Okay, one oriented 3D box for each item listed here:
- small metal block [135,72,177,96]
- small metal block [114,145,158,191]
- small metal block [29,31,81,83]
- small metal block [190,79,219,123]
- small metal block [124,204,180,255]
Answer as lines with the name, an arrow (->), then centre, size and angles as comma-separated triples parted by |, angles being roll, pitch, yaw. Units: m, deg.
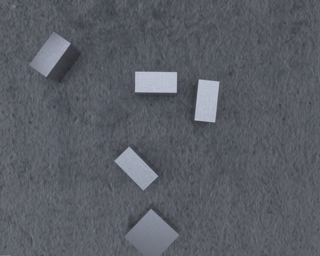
small metal block -> -0.005, -0.055, 0.397 | 0.050, 0.050, 0.025 | 1, 90, -1
small metal block -> -0.029, 0.049, 0.397 | 0.025, 0.050, 0.050 | -44, 91, 0
small metal block -> -0.132, -0.088, 0.396 | 0.025, 0.050, 0.050 | 36, 90, -1
small metal block -> 0.057, -0.033, 0.398 | 0.025, 0.050, 0.050 | 6, 90, 0
small metal block -> -0.011, 0.139, 0.410 | 0.050, 0.025, 0.050 | 43, 90, -1
